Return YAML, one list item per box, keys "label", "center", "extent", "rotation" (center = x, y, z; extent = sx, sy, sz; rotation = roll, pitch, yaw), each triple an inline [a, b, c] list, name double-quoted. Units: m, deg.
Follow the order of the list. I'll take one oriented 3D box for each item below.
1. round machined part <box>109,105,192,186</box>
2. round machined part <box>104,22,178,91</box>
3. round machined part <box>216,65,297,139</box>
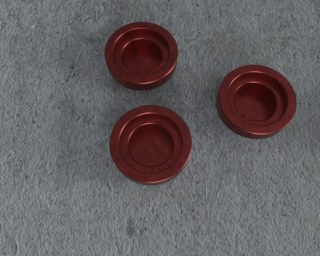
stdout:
- label: "round machined part"
  center: [-0.011, 0.024, 0.390]
  extent: [0.099, 0.042, 0.098]
  rotation: [0, 70, 0]
- label: "round machined part"
  center: [-0.025, -0.095, 0.434]
  extent: [0.099, 0.042, 0.098]
  rotation: [0, 70, 0]
- label: "round machined part"
  center: [0.124, -0.031, 0.411]
  extent: [0.099, 0.042, 0.098]
  rotation: [0, 70, 0]
